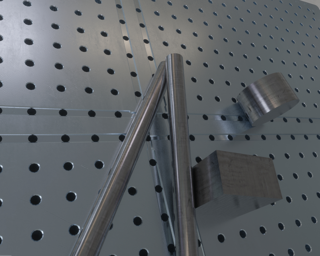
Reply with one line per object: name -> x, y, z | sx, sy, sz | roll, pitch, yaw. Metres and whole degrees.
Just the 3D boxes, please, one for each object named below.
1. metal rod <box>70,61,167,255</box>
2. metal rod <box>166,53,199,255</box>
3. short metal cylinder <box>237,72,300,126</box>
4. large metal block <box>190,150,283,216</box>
metal rod -> -0.033, 0.020, 0.378 | 0.025, 0.025, 0.300 | 29, 52, -10
metal rod -> 0.026, 0.036, 0.383 | 0.025, 0.025, 0.299 | 9, 63, -24
short metal cylinder -> 0.170, -0.044, 0.492 | 0.081, 0.080, 0.050 | -13, 69, -34
large metal block -> 0.083, 0.070, 0.375 | 0.081, 0.080, 0.050 | 10, 58, -23
